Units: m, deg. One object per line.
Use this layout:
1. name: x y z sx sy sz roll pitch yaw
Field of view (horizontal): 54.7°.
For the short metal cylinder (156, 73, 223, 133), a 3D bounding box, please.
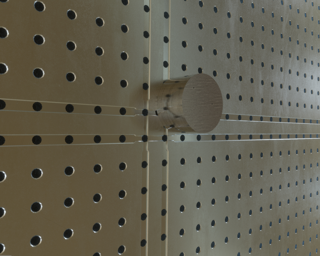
1. short metal cylinder: 0.042 -0.033 0.430 0.081 0.050 0.079 0 90 -40
